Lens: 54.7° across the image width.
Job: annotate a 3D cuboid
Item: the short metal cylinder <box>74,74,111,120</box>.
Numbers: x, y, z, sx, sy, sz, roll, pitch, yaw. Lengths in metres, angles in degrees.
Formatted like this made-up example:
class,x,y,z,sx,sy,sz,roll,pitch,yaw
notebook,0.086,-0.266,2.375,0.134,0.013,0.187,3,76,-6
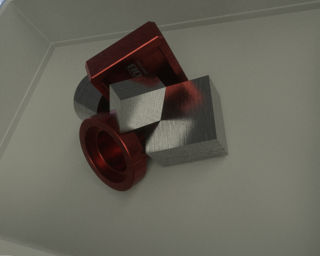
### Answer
class,x,y,z,sx,sy,sz,roll,pitch,yaw
short metal cylinder,-0.069,-0.035,0.424,0.050,0.080,0.080,25,75,36

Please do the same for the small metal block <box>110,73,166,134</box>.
class,x,y,z,sx,sy,sz,roll,pitch,yaw
small metal block,-0.025,-0.026,0.328,0.050,0.050,0.025,-20,55,-24

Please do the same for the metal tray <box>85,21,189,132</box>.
class,x,y,z,sx,sy,sz,roll,pitch,yaw
metal tray,-0.015,-0.053,0.375,0.090,0.130,0.030,-31,53,8

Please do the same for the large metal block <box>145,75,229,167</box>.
class,x,y,z,sx,sy,sz,roll,pitch,yaw
large metal block,0.030,-0.006,0.365,0.080,0.050,0.080,-13,61,20

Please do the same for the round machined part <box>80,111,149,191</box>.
class,x,y,z,sx,sy,sz,roll,pitch,yaw
round machined part,-0.051,0.025,0.379,0.098,0.097,0.042,22,38,36
